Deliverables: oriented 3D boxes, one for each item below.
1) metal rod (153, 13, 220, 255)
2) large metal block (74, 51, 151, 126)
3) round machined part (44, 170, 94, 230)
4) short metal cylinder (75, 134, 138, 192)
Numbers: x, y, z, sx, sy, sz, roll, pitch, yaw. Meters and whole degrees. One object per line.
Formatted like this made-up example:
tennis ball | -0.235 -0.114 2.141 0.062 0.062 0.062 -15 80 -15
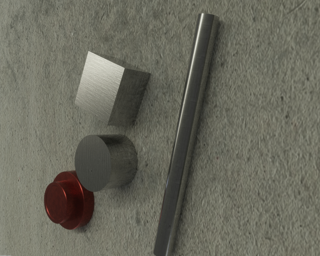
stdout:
metal rod | 0.030 0.016 0.378 0.025 0.025 0.298 17 101 38
large metal block | -0.069 -0.056 0.444 0.080 0.050 0.079 31 109 35
round machined part | -0.159 0.122 0.522 0.098 0.042 0.097 0 90 39
short metal cylinder | -0.079 0.049 0.451 0.080 0.050 0.079 0 90 39
